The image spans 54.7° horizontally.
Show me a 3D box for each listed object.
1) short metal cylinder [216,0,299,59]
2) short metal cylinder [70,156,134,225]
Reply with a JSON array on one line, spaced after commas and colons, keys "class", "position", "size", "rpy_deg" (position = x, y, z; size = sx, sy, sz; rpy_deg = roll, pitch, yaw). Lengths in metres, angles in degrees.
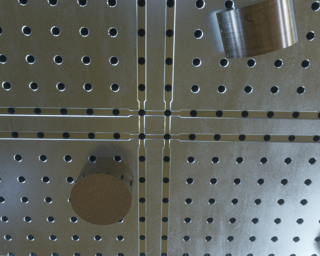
[{"class": "short metal cylinder", "position": [0.108, -0.114, 0.344], "size": [0.080, 0.080, 0.050], "rpy_deg": [-16, 110, 5]}, {"class": "short metal cylinder", "position": [-0.078, 0.087, 0.431], "size": [0.081, 0.050, 0.079], "rpy_deg": [0, 110, -1]}]
